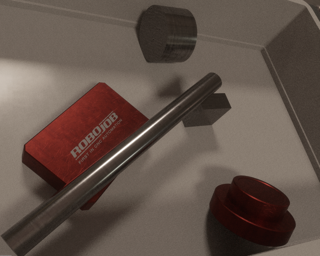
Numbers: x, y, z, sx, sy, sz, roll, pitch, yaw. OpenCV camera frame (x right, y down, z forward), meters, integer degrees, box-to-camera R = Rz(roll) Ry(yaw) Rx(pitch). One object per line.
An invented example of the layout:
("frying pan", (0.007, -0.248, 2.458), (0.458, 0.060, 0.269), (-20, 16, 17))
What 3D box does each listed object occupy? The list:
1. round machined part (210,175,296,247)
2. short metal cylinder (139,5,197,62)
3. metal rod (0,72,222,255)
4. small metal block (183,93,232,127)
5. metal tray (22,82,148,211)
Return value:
("round machined part", (0.113, 0.091, 0.368), (0.099, 0.042, 0.098), (17, 15, -4))
("short metal cylinder", (0.011, -0.139, 0.463), (0.050, 0.080, 0.080), (-7, 65, -32))
("metal rod", (-0.024, 0.017, 0.334), (0.025, 0.025, 0.302), (47, 56, 4))
("small metal block", (0.064, -0.025, 0.441), (0.050, 0.050, 0.025), (-5, 64, -31))
("metal tray", (-0.075, 0.015, 0.354), (0.090, 0.030, 0.131), (40, 51, -2))
